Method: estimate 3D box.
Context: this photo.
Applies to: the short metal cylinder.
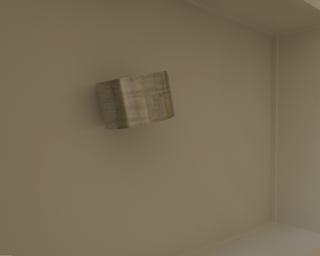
[{"bbox_3d":[-0.027,-0.032,0.347,0.081,0.080,0.050,-18,101,-39],"label":"short metal cylinder"}]
